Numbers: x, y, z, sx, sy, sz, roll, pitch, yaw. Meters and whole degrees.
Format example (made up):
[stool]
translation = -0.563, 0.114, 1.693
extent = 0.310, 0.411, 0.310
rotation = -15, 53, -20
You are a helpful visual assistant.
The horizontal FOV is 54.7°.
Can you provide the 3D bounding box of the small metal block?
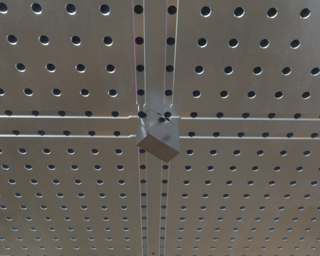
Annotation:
[small metal block]
translation = -0.002, 0.010, 0.404
extent = 0.050, 0.050, 0.025
rotation = 33, 123, -25
